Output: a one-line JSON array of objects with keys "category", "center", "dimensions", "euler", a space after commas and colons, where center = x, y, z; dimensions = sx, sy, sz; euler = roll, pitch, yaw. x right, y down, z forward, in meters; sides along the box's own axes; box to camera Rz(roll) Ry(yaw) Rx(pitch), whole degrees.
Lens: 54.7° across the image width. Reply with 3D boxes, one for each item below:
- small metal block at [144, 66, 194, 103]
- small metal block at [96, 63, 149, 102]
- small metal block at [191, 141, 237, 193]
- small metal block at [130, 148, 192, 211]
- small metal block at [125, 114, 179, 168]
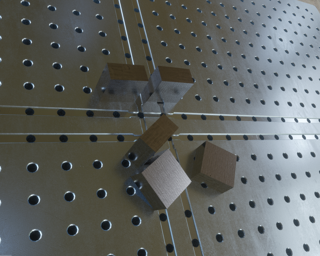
[{"category": "small metal block", "center": [0.011, -0.060, 0.437], "dimensions": [0.050, 0.050, 0.025], "euler": [0, 62, -29]}, {"category": "small metal block", "center": [-0.050, -0.057, 0.402], "dimensions": [0.050, 0.050, 0.025], "euler": [-2, 63, -30]}, {"category": "small metal block", "center": [0.073, 0.053, 0.418], "dimensions": [0.050, 0.025, 0.050], "euler": [26, 52, -13]}, {"category": "small metal block", "center": [0.002, 0.061, 0.367], "dimensions": [0.050, 0.025, 0.050], "euler": [-39, 98, -39]}, {"category": "small metal block", "center": [-0.010, 0.017, 0.378], "dimensions": [0.025, 0.050, 0.050], "euler": [43, 51, 1]}]
